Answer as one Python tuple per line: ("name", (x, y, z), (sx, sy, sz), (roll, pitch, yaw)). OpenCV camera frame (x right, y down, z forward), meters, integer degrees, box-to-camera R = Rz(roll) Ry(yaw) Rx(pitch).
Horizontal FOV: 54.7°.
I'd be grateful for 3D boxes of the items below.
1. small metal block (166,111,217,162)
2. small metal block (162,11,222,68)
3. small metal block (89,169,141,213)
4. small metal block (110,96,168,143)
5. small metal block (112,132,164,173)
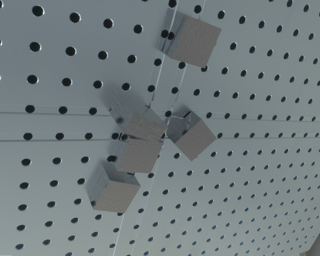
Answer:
("small metal block", (0.046, 0.012, 0.446), (0.050, 0.025, 0.050), (-43, 130, 1))
("small metal block", (0.038, -0.104, 0.369), (0.050, 0.025, 0.050), (8, 114, -32))
("small metal block", (-0.063, 0.090, 0.433), (0.050, 0.025, 0.050), (19, 108, -36))
("small metal block", (-0.026, -0.010, 0.376), (0.050, 0.050, 0.025), (20, 108, -36))
("small metal block", (-0.030, 0.032, 0.416), (0.050, 0.025, 0.050), (10, 114, -33))
